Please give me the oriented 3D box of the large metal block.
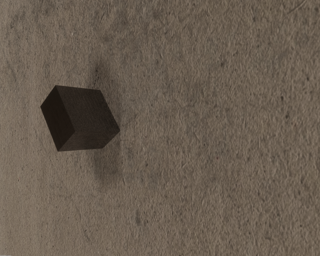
[{"bbox_3d":[-0.119,-0.014,0.465,0.050,0.081,0.080,-43,65,31],"label":"large metal block"}]
